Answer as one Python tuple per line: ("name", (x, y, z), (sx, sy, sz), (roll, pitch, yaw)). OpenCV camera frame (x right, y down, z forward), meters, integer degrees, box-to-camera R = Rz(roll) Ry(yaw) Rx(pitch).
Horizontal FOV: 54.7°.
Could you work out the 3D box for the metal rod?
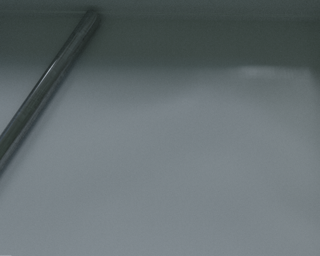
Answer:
("metal rod", (-0.165, -0.042, 0.423), (0.025, 0.025, 0.300), (24, 72, 8))
